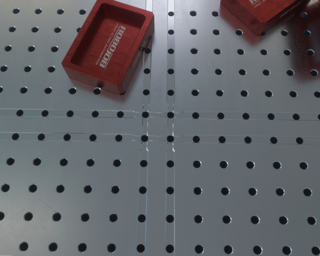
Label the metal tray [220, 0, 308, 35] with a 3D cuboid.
[{"bbox_3d":[0.173,-0.216,0.488,0.130,0.030,0.090,-37,74,-13],"label":"metal tray"}]

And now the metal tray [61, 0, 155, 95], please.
[{"bbox_3d":[-0.072,-0.122,0.453,0.090,0.030,0.130,20,71,7],"label":"metal tray"}]
